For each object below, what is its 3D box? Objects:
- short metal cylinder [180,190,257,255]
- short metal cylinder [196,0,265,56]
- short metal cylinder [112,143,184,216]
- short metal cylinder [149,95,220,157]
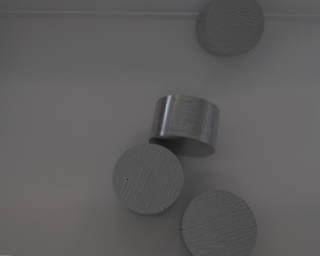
[{"bbox_3d":[0.064,0.115,0.355,0.081,0.050,0.080,0,70,0],"label":"short metal cylinder"},{"bbox_3d":[0.096,-0.141,0.430,0.081,0.050,0.079,-2,102,-9],"label":"short metal cylinder"},{"bbox_3d":[-0.014,0.064,0.373,0.081,0.050,0.080,0,70,0],"label":"short metal cylinder"},{"bbox_3d":[0.030,0.000,0.381,0.080,0.080,0.050,9,71,3],"label":"short metal cylinder"}]
